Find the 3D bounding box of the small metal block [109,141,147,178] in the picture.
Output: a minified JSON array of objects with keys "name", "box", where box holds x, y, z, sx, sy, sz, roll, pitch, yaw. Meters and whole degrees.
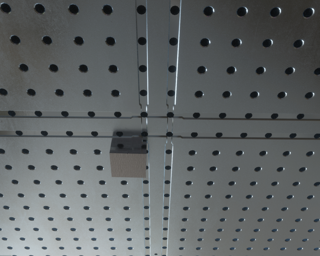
[{"name":"small metal block","box":[-0.045,0.046,0.450,0.050,0.025,0.050,2,130,-2]}]
